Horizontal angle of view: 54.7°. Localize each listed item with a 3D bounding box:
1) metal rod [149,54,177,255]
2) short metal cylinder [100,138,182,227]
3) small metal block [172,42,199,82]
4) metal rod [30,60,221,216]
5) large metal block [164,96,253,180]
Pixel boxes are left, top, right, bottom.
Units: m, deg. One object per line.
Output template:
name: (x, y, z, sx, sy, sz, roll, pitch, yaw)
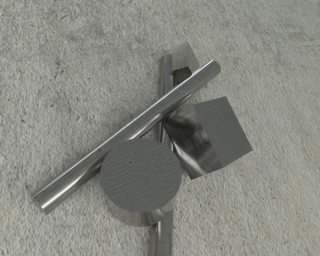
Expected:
metal rod: (0.007, 0.022, 0.395, 0.025, 0.025, 0.300, 16, 55, -19)
short metal cylinder: (-0.020, 0.057, 0.327, 0.081, 0.050, 0.080, 2, 57, -3)
small metal block: (0.040, -0.092, 0.466, 0.050, 0.025, 0.050, 49, 35, -49)
metal rod: (-0.019, -0.007, 0.377, 0.025, 0.025, 0.302, 47, 58, 5)
large metal block: (0.063, 0.011, 0.398, 0.081, 0.050, 0.080, -17, 80, -48)
